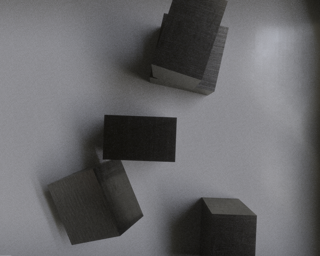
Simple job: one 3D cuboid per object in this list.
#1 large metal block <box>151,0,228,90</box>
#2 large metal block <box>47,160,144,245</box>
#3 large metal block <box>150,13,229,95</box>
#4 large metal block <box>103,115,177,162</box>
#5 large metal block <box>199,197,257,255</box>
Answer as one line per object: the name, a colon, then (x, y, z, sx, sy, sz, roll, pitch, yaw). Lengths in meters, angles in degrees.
large metal block: (0.028, -0.091, 0.334, 0.050, 0.080, 0.080, 18, 90, 0)
large metal block: (-0.079, 0.089, 0.381, 0.080, 0.050, 0.080, -22, 91, 30)
large metal block: (0.035, -0.092, 0.399, 0.080, 0.050, 0.080, 12, 90, -1)
large metal block: (-0.023, 0.011, 0.384, 0.081, 0.080, 0.050, 2, 90, -1)
large metal block: (0.081, 0.136, 0.385, 0.050, 0.080, 0.079, 2, 90, 0)
